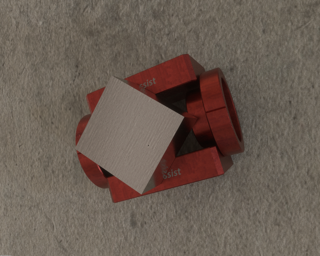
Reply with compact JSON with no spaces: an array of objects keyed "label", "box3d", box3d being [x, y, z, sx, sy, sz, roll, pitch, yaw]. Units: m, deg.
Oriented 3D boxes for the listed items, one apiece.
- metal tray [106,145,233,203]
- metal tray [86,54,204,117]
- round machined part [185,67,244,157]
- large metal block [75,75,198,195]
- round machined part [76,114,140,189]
[{"label":"metal tray","box3d":[0.015,0.051,0.368,0.130,0.090,0.030,-18,84,18]},{"label":"metal tray","box3d":[-0.011,-0.044,0.380,0.130,0.090,0.030,-19,84,18]},{"label":"round machined part","box3d":[0.060,-0.015,0.349,0.042,0.098,0.097,-16,85,19]},{"label":"large metal block","box3d":[-0.022,0.005,0.306,0.080,0.050,0.080,31,100,17]},{"label":"round machined part","box3d":[-0.059,0.024,0.391,0.042,0.098,0.097,-16,85,19]}]
